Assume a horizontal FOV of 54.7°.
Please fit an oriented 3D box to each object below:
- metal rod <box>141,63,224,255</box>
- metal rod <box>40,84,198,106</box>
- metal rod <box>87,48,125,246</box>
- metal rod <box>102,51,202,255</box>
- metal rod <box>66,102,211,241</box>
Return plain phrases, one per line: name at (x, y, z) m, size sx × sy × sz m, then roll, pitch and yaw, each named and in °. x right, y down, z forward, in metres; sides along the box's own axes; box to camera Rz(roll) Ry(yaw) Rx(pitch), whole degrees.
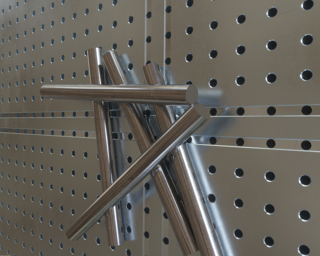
metal rod at (0.031, 0.056, 0.382) m, size 0.025 × 0.025 × 0.299 m, roll -28°, pitch 72°, yaw 36°
metal rod at (-0.080, -0.050, 0.440) m, size 0.300 × 0.025 × 0.025 m, roll 7°, pitch 94°, yaw 39°
metal rod at (-0.084, 0.025, 0.475) m, size 0.025 × 0.025 × 0.298 m, roll -12°, pitch 82°, yaw 39°
metal rod at (-0.018, 0.021, 0.421) m, size 0.025 × 0.025 × 0.299 m, roll -37°, pitch 68°, yaw 33°
metal rod at (-0.045, 0.073, 0.411) m, size 0.299 × 0.025 × 0.025 m, roll -45°, pitch 63°, yaw 30°
